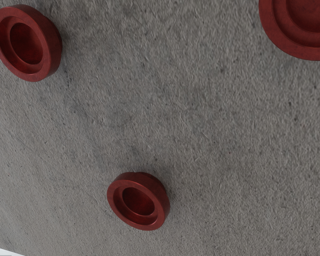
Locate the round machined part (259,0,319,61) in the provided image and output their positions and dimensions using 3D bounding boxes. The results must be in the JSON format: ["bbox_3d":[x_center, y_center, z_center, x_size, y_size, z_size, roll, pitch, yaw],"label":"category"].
[{"bbox_3d":[0.136,-0.109,0.256,0.098,0.042,0.097,13,124,21],"label":"round machined part"}]

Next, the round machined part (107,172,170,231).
[{"bbox_3d":[-0.029,0.107,0.477,0.098,0.042,0.097,13,124,21],"label":"round machined part"}]

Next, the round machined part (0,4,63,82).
[{"bbox_3d":[-0.172,-0.115,0.416,0.098,0.042,0.097,13,124,21],"label":"round machined part"}]
